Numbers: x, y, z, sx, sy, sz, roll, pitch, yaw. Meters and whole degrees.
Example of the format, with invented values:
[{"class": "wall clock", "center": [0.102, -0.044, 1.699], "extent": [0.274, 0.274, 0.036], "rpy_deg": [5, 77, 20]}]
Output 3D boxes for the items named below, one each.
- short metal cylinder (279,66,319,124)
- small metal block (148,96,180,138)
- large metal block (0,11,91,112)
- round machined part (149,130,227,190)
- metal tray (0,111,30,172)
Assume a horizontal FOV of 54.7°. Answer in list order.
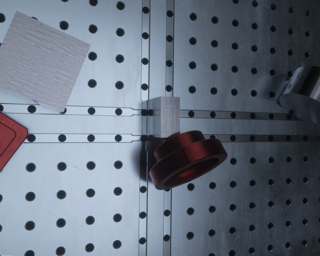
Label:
[{"class": "short metal cylinder", "center": [0.231, -0.049, 0.468], "extent": [0.080, 0.080, 0.050], "rpy_deg": [35, 79, -17]}, {"class": "small metal block", "center": [0.004, -0.013, 0.401], "extent": [0.025, 0.050, 0.050], "rpy_deg": [0, 90, -20]}, {"class": "large metal block", "center": [-0.134, -0.070, 0.350], "extent": [0.080, 0.050, 0.080], "rpy_deg": [22, 83, -19]}, {"class": "round machined part", "center": [0.032, 0.038, 0.392], "extent": [0.099, 0.098, 0.042], "rpy_deg": [-17, 67, -19]}, {"class": "metal tray", "center": [-0.222, 0.003, 0.328], "extent": [0.130, 0.030, 0.090], "rpy_deg": [37, 78, -17]}]
